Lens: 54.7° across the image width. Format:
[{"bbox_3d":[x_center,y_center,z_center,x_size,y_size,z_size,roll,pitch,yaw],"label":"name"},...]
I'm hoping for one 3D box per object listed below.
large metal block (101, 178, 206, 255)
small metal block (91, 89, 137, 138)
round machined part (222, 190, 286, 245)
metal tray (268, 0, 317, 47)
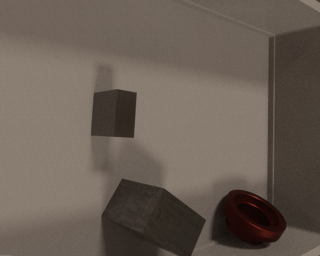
[{"bbox_3d":[-0.007,0.106,0.367,0.080,0.080,0.050,43,64,-32],"label":"large metal block"},{"bbox_3d":[-0.053,-0.015,0.348,0.025,0.050,0.050,6,87,-40],"label":"small metal block"},{"bbox_3d":[0.144,0.146,0.493,0.099,0.098,0.042,3,118,-40],"label":"round machined part"},{"bbox_3d":[0.278,-0.246,0.642,0.130,0.030,0.090,45,63,-31],"label":"metal tray"}]
